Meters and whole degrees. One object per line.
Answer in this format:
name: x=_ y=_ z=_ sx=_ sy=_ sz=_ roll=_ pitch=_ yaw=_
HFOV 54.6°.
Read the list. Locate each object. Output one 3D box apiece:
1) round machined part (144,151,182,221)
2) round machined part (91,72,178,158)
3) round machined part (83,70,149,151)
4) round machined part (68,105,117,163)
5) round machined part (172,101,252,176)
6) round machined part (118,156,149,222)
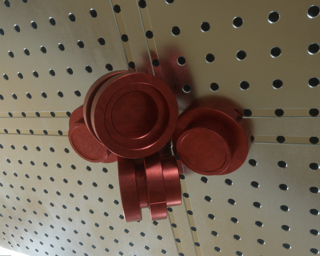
round machined part: x=0.003 y=0.073 z=0.420 sx=0.042 sy=0.098 sz=0.097 roll=-7 pitch=120 yaw=-4
round machined part: x=-0.032 y=-0.017 z=0.362 sx=0.042 sy=0.099 sz=0.098 roll=31 pitch=144 yaw=63
round machined part: x=-0.047 y=-0.024 z=0.390 sx=0.042 sy=0.099 sz=0.098 roll=31 pitch=144 yaw=63
round machined part: x=-0.095 y=0.012 z=0.458 sx=0.098 sy=0.042 sz=0.097 roll=13 pitch=124 yaw=21
round machined part: x=0.059 y=0.019 z=0.382 sx=0.098 sy=0.042 sz=0.097 roll=13 pitch=124 yaw=21
round machined part: x=-0.030 y=0.075 z=0.421 sx=0.042 sy=0.098 sz=0.097 roll=-7 pitch=120 yaw=-4
